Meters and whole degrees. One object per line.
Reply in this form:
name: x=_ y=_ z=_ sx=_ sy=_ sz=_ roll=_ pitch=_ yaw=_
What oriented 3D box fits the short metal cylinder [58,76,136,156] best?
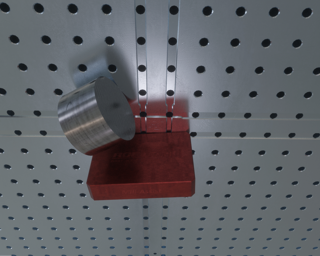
short metal cylinder: x=-0.072 y=-0.014 z=0.363 sx=0.050 sy=0.080 sz=0.080 roll=-24 pitch=126 yaw=19

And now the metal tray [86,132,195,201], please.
metal tray: x=-0.022 y=0.048 z=0.409 sx=0.131 sy=0.090 sz=0.030 roll=-3 pitch=130 yaw=2

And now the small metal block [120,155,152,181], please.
small metal block: x=-0.034 y=0.063 z=0.448 sx=0.050 sy=0.050 sz=0.025 roll=2 pitch=130 yaw=-2
